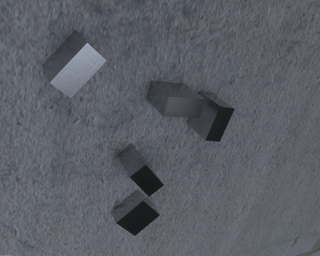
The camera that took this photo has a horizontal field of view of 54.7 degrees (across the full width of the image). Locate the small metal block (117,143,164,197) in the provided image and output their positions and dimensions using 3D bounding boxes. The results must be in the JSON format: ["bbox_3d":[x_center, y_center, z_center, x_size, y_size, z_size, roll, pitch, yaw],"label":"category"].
[{"bbox_3d":[-0.026,0.056,0.412,0.025,0.050,0.050,-38,130,-3],"label":"small metal block"}]

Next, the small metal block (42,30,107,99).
[{"bbox_3d":[-0.086,-0.064,0.305,0.050,0.050,0.025,-46,130,3],"label":"small metal block"}]

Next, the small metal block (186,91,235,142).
[{"bbox_3d":[0.067,-0.016,0.419,0.025,0.050,0.050,6,115,-32],"label":"small metal block"}]

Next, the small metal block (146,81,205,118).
[{"bbox_3d":[0.018,-0.036,0.380,0.050,0.050,0.025,0,118,-29],"label":"small metal block"}]

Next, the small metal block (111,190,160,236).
[{"bbox_3d":[-0.036,0.129,0.468,0.050,0.025,0.050,-40,130,-2],"label":"small metal block"}]
